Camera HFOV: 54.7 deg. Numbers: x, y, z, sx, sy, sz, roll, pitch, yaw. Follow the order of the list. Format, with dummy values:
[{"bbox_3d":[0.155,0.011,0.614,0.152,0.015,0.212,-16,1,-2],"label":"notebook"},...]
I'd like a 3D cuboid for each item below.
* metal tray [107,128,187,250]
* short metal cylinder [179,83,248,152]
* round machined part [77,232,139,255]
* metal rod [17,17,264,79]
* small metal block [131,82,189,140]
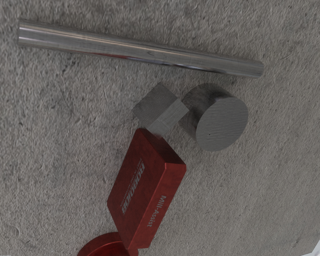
[{"bbox_3d":[-0.023,0.077,0.399,0.030,0.090,0.129,10,113,-33],"label":"metal tray"},{"bbox_3d":[0.071,-0.015,0.420,0.081,0.050,0.079,-14,124,-21],"label":"short metal cylinder"},{"bbox_3d":[-0.079,0.215,0.486,0.099,0.042,0.097,-14,124,-21],"label":"round machined part"},{"bbox_3d":[0.003,-0.084,0.356,0.303,0.025,0.025,1,118,-29],"label":"metal rod"},{"bbox_3d":[-0.001,-0.022,0.377,0.050,0.050,0.025,-44,129,2],"label":"small metal block"}]
